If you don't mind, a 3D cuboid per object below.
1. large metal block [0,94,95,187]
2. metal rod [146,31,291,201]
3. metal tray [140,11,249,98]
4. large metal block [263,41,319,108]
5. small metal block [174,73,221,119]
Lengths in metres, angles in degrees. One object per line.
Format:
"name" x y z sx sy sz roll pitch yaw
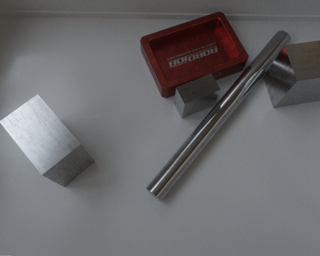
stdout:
"large metal block" -0.130 0.018 0.372 0.050 0.080 0.080 -41 75 -13
"metal rod" 0.088 -0.026 0.420 0.025 0.025 0.301 38 74 12
"metal tray" 0.048 -0.107 0.446 0.131 0.030 0.090 -21 72 -8
"large metal block" 0.195 -0.070 0.409 0.081 0.080 0.050 -9 71 -4
"small metal block" 0.048 -0.041 0.412 0.050 0.050 0.025 -23 72 -8
